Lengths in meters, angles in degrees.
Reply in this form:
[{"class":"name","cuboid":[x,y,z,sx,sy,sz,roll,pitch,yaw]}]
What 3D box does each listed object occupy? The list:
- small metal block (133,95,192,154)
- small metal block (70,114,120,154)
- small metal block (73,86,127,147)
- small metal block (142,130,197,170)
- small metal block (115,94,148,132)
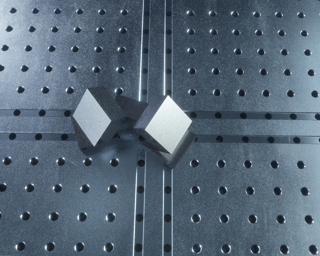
[{"class":"small metal block","cuboid":[0.004,-0.004,0.372,0.050,0.025,0.050,44,69,-32]},{"class":"small metal block","cuboid":[-0.086,0.001,0.411,0.050,0.025,0.050,-18,71,-7]},{"class":"small metal block","cuboid":[-0.073,-0.014,0.373,0.025,0.050,0.050,-20,66,-48]},{"class":"small metal block","cuboid":[0.012,0.019,0.405,0.050,0.025,0.050,34,73,11]},{"class":"small metal block","cuboid":[-0.034,-0.016,0.404,0.050,0.050,0.025,18,71,6]}]
